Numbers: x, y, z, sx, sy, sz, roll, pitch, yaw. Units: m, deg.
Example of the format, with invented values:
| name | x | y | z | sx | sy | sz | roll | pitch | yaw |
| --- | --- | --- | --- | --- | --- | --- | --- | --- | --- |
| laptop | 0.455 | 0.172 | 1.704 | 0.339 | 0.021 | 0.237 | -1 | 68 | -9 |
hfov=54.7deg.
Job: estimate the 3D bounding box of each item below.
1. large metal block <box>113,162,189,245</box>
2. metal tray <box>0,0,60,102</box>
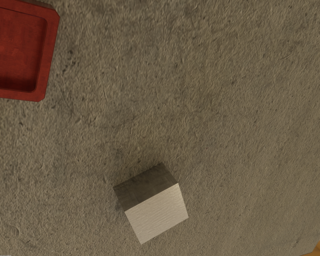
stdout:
| name | x | y | z | sx | sy | sz | roll | pitch | yaw |
| --- | --- | --- | --- | --- | --- | --- | --- | --- | --- |
| large metal block | -0.012 | 0.110 | 0.452 | 0.080 | 0.050 | 0.080 | -26 | 128 | -12 |
| metal tray | -0.163 | -0.076 | 0.267 | 0.131 | 0.030 | 0.089 | 5 | 116 | -31 |
